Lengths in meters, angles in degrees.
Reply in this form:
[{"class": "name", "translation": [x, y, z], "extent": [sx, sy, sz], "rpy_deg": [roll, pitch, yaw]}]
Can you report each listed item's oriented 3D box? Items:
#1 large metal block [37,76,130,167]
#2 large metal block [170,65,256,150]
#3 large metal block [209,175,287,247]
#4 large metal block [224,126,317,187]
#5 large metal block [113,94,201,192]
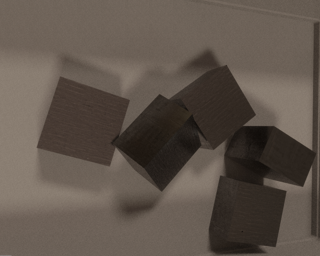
[{"class": "large metal block", "translation": [-0.091, -0.006, 0.364], "extent": [0.081, 0.050, 0.080], "rpy_deg": [18, 84, -20]}, {"class": "large metal block", "translation": [0.069, -0.027, 0.424], "extent": [0.080, 0.050, 0.080], "rpy_deg": [-37, 102, -16]}, {"class": "large metal block", "translation": [0.126, 0.118, 0.446], "extent": [0.081, 0.050, 0.080], "rpy_deg": [15, 85, -20]}, {"class": "large metal block", "translation": [0.154, 0.038, 0.440], "extent": [0.080, 0.080, 0.050], "rpy_deg": [29, 80, -18]}, {"class": "large metal block", "translation": [0.001, 0.020, 0.376], "extent": [0.080, 0.050, 0.080], "rpy_deg": [-48, 150, -14]}]
